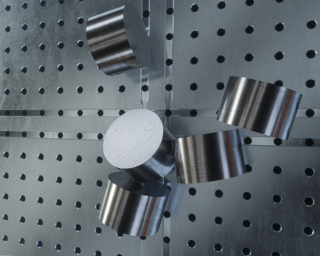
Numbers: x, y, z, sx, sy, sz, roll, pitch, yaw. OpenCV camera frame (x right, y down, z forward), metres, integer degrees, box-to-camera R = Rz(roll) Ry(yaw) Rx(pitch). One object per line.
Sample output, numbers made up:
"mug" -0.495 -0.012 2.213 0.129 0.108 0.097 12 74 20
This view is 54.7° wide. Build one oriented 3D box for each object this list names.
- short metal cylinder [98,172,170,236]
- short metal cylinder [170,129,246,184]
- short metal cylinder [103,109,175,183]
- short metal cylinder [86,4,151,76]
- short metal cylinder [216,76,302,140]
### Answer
"short metal cylinder" -0.033 0.094 0.394 0.080 0.080 0.050 18 96 19
"short metal cylinder" 0.056 0.032 0.363 0.080 0.080 0.050 -10 87 19
"short metal cylinder" -0.023 0.023 0.389 0.080 0.050 0.080 -12 57 20
"short metal cylinder" -0.051 -0.112 0.400 0.050 0.080 0.080 -12 86 19
"short metal cylinder" 0.109 -0.022 0.345 0.080 0.080 0.050 18 96 19
